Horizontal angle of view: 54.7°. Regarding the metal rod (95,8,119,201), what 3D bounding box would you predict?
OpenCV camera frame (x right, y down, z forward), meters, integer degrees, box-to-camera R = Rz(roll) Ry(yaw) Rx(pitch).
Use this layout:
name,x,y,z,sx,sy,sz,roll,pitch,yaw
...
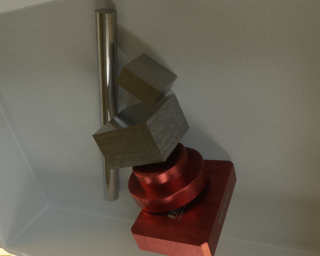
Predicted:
name,x,y,z,sx,sy,sz,roll,pitch,yaw
metal rod,-0.072,-0.010,0.437,0.025,0.025,0.298,17,125,18

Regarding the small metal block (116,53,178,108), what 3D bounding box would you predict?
name,x,y,z,sx,sy,sz,roll,pitch,yaw
small metal block,-0.015,-0.057,0.364,0.050,0.050,0.025,35,129,4

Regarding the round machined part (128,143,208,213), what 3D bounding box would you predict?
name,x,y,z,sx,sy,sz,roll,pitch,yaw
round machined part,0.005,0.052,0.379,0.098,0.098,0.042,-6,121,31

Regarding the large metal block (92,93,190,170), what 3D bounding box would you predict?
name,x,y,z,sx,sy,sz,roll,pitch,yaw
large metal block,-0.021,0.004,0.385,0.080,0.080,0.050,-13,112,33

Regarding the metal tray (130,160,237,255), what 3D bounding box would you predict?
name,x,y,z,sx,sy,sz,roll,pitch,yaw
metal tray,0.034,0.091,0.377,0.090,0.130,0.030,0,125,28
